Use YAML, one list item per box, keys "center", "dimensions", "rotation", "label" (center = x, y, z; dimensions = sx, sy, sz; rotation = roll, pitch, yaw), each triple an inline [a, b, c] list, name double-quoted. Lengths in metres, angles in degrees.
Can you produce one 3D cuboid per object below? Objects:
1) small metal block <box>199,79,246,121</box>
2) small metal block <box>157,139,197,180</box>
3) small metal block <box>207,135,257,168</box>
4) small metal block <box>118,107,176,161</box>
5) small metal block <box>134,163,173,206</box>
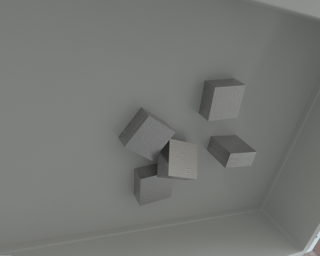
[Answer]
- center: [0.086, -0.040, 0.431]
  dimensions: [0.050, 0.025, 0.050]
  rotation: [-8, 122, -25]
  label: "small metal block"
- center: [0.025, 0.045, 0.433]
  dimensions: [0.050, 0.025, 0.050]
  rotation: [13, 71, -34]
  label: "small metal block"
- center: [0.109, 0.035, 0.473]
  dimensions: [0.050, 0.050, 0.025]
  rotation: [-1, 119, -28]
  label: "small metal block"
- center: [-0.017, 0.009, 0.405]
  dimensions: [0.050, 0.025, 0.050]
  rotation: [32, 101, -38]
  label: "small metal block"
- center: [-0.010, 0.081, 0.453]
  dimensions: [0.050, 0.025, 0.050]
  rotation: [-11, 123, -23]
  label: "small metal block"
